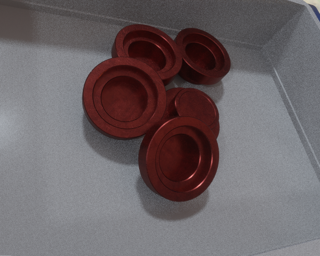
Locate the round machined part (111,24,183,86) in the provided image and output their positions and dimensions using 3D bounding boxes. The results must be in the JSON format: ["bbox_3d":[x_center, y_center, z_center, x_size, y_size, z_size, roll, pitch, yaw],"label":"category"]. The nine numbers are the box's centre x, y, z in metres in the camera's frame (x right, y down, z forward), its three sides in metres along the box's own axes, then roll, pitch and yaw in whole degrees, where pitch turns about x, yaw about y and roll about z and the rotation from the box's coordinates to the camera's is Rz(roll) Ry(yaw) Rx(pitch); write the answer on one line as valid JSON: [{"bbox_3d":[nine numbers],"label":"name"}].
[{"bbox_3d":[-0.021,-0.097,0.441,0.099,0.042,0.098,11,58,-19],"label":"round machined part"}]

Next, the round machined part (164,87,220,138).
[{"bbox_3d":[0.042,-0.017,0.429,0.099,0.042,0.098,14,56,-21],"label":"round machined part"}]

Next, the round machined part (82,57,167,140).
[{"bbox_3d":[-0.045,-0.033,0.378,0.099,0.042,0.097,3,81,-16],"label":"round machined part"}]

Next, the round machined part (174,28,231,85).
[{"bbox_3d":[0.060,-0.109,0.496,0.099,0.042,0.098,14,56,-21],"label":"round machined part"}]

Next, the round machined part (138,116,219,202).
[{"bbox_3d":[0.019,0.034,0.368,0.099,0.042,0.097,-2,93,-29],"label":"round machined part"}]
